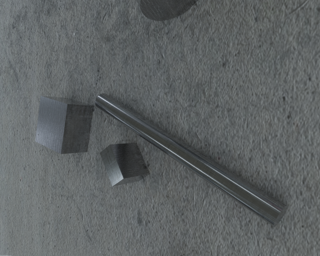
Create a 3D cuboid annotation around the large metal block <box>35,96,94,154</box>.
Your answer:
[{"bbox_3d":[-0.162,-0.007,0.522,0.080,0.050,0.079,16,101,38],"label":"large metal block"}]

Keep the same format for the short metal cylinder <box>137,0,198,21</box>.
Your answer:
[{"bbox_3d":[0.005,-0.174,0.365,0.080,0.081,0.050,-36,68,34],"label":"short metal cylinder"}]

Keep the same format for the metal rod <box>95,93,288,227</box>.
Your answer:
[{"bbox_3d":[0.015,0.023,0.392,0.300,0.025,0.025,32,110,35],"label":"metal rod"}]

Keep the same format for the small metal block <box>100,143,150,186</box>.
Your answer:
[{"bbox_3d":[-0.048,0.049,0.429,0.025,0.050,0.050,-38,67,34],"label":"small metal block"}]
